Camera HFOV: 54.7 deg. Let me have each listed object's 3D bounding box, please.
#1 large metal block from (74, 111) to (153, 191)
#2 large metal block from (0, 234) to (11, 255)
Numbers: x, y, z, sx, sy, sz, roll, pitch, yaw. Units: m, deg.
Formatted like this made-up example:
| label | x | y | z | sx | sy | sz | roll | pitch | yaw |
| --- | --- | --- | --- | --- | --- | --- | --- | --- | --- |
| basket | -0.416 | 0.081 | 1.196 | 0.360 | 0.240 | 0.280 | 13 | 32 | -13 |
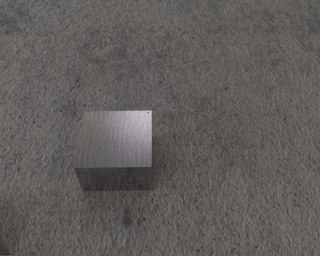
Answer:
| label | x | y | z | sx | sy | sz | roll | pitch | yaw |
| --- | --- | --- | --- | --- | --- | --- | --- | --- | --- |
| large metal block | -0.049 | 0.026 | 0.365 | 0.081 | 0.050 | 0.080 | -1 | 50 | -1 |
| large metal block | -0.207 | 0.108 | 0.295 | 0.080 | 0.050 | 0.080 | -33 | 58 | -25 |
